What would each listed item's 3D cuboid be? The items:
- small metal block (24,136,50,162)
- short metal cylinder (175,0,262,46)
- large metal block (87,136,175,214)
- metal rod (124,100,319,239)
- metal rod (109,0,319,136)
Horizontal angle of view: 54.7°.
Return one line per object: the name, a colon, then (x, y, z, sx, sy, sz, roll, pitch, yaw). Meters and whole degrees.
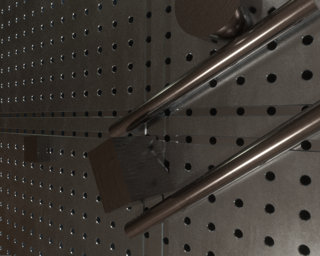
small metal block: (-0.241, 0.040, 0.604, 0.050, 0.025, 0.050, -3, 88, 39)
short metal cylinder: (0.063, -0.135, 0.339, 0.080, 0.050, 0.079, 0, 90, 39)
large metal block: (-0.036, 0.057, 0.401, 0.050, 0.081, 0.080, -32, 71, 35)
metal rod: (0.057, 0.065, 0.360, 0.299, 0.025, 0.025, -40, 66, 32)
metal rod: (0.039, -0.057, 0.375, 0.299, 0.025, 0.025, -31, 71, 35)
